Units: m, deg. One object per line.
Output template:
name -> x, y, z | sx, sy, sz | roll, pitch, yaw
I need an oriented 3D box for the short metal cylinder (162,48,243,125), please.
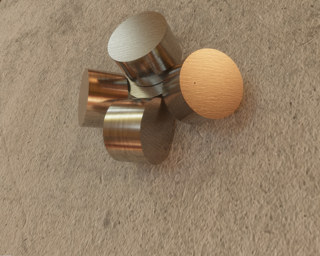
short metal cylinder -> 0.049, -0.046, 0.364 | 0.080, 0.080, 0.050 | -62, 16, -16

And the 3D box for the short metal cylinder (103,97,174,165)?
short metal cylinder -> -0.024, 0.003, 0.378 | 0.050, 0.080, 0.080 | 2, 63, 29

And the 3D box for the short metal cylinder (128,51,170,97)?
short metal cylinder -> 0.001, -0.060, 0.425 | 0.080, 0.050, 0.080 | -13, 56, 20

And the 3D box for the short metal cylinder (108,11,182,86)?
short metal cylinder -> -0.018, -0.100, 0.394 | 0.080, 0.050, 0.080 | -13, 56, 20

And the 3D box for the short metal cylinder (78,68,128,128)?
short metal cylinder -> -0.081, -0.039, 0.428 | 0.080, 0.050, 0.079 | -174, 90, -67
